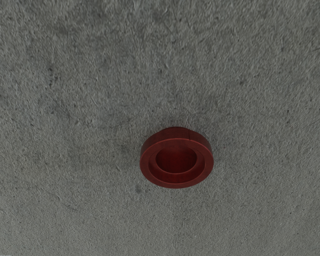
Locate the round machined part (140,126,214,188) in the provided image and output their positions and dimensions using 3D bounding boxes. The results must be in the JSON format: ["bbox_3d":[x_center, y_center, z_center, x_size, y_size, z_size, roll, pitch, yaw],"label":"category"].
[{"bbox_3d":[0.022,0.036,0.427,0.099,0.042,0.097,0,130,0],"label":"round machined part"}]
